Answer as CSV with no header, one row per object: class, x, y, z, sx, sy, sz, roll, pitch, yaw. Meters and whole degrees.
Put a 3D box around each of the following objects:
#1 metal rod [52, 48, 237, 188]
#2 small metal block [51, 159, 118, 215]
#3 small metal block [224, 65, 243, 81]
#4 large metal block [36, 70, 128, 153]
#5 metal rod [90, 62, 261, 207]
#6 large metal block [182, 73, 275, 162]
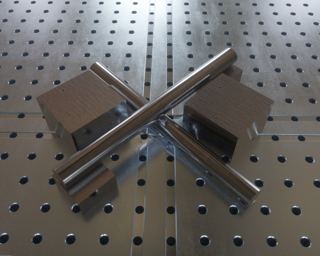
metal rod,0.000,-0.028,0.398,0.025,0.025,0.302,37,59,27
small metal block,-0.086,0.061,0.356,0.050,0.025,0.050,37,59,27
small metal block,0.089,-0.080,0.476,0.050,0.025,0.050,-37,59,-27
large metal block,-0.100,-0.021,0.408,0.080,0.050,0.080,-36,59,-26
metal rod,0.002,-0.007,0.412,0.025,0.025,0.300,-35,59,-26
large metal block,0.087,-0.016,0.406,0.080,0.050,0.080,36,58,26
